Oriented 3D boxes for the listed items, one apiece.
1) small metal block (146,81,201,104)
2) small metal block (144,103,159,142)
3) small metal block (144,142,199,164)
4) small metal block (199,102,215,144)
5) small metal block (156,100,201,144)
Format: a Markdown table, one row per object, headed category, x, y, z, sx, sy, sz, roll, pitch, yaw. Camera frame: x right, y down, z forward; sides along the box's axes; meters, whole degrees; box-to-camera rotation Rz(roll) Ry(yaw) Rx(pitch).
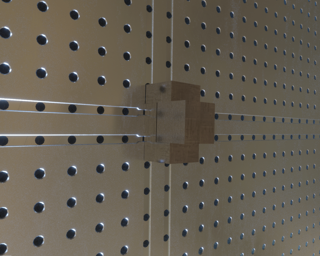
| category | x | y | z | sx | sy | sz | roll | pitch | yaw |
| --- | --- | --- | --- | --- | --- | --- | --- | --- | --- |
| small metal block | 0.017 | -0.044 | 0.405 | 0.050 | 0.050 | 0.025 | 2 | 89 | -40 |
| small metal block | 0.007 | -0.006 | 0.414 | 0.050 | 0.025 | 0.050 | 2 | 89 | -38 |
| small metal block | 0.015 | 0.031 | 0.404 | 0.050 | 0.050 | 0.025 | 2 | 89 | -40 |
| small metal block | 0.042 | -0.006 | 0.394 | 0.025 | 0.050 | 0.050 | 2 | 89 | -39 |
| small metal block | 0.022 | -0.007 | 0.377 | 0.025 | 0.050 | 0.050 | 2 | 89 | -40 |
